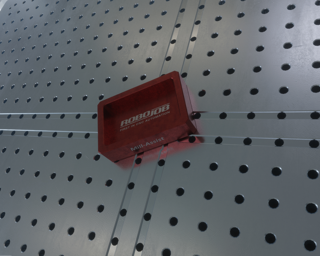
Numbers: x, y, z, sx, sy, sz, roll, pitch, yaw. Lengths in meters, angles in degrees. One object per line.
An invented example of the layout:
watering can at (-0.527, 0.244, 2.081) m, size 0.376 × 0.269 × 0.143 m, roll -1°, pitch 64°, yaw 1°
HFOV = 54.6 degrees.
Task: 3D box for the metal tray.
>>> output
metal tray at (-0.023, -0.016, 0.427) m, size 0.130 × 0.030 × 0.090 m, roll -20°, pitch 54°, yaw 16°
